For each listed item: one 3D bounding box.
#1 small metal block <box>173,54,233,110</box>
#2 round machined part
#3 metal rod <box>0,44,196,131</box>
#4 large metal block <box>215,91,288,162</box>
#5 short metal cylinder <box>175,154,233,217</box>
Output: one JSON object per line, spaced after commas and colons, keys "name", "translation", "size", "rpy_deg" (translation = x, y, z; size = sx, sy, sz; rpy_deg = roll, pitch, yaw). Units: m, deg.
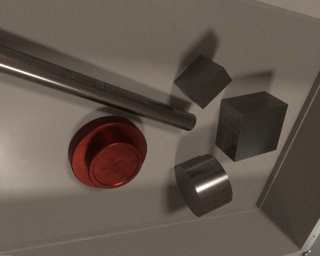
{"name": "small metal block", "translation": [0.052, -0.058, 0.387], "size": [0.050, 0.050, 0.025], "rpy_deg": [-45, 130, 3]}
{"name": "round machined part", "translation": [-0.061, 0.037, 0.389], "size": [0.099, 0.042, 0.097], "rpy_deg": [-14, 125, -21]}
{"name": "metal rod", "translation": [-0.077, -0.043, 0.340], "size": [0.302, 0.025, 0.025], "rpy_deg": [17, 110, -35]}
{"name": "large metal block", "translation": [0.136, -0.004, 0.467], "size": [0.081, 0.050, 0.079], "rpy_deg": [-12, 124, -22]}
{"name": "short metal cylinder", "translation": [0.063, 0.085, 0.462], "size": [0.050, 0.080, 0.079], "rpy_deg": [-21, 127, -16]}
